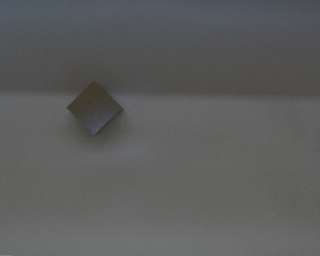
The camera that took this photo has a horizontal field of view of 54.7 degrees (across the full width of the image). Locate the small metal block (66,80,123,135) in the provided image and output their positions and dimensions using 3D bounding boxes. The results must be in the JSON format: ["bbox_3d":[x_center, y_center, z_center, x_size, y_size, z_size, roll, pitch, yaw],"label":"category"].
[{"bbox_3d":[-0.085,-0.026,0.410,0.050,0.025,0.050,45,90,-1],"label":"small metal block"}]
